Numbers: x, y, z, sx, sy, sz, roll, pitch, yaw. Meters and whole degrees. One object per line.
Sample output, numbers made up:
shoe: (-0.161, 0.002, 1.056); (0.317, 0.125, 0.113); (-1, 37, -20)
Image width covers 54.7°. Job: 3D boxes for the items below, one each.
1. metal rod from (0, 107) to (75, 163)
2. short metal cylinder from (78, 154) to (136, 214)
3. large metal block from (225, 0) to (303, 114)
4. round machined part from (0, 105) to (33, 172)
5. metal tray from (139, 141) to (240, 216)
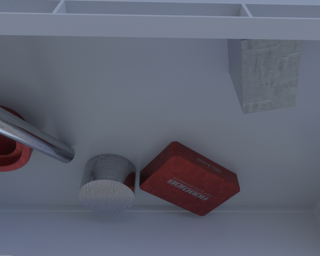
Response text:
metal rod: (-0.172, -0.014, 0.308); (0.025, 0.025, 0.300); (-14, 156, 11)
short metal cylinder: (-0.077, 0.084, 0.463); (0.081, 0.050, 0.079); (0, 130, 0)
large metal block: (0.100, -0.073, 0.312); (0.050, 0.080, 0.080); (-9, 130, 7)
round machined part: (-0.213, 0.009, 0.402); (0.099, 0.042, 0.097); (-1, 130, 0)
metal tray: (0.045, 0.083, 0.477); (0.131, 0.030, 0.090); (29, 124, -23)
